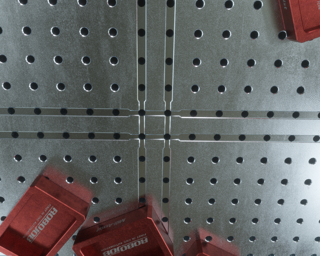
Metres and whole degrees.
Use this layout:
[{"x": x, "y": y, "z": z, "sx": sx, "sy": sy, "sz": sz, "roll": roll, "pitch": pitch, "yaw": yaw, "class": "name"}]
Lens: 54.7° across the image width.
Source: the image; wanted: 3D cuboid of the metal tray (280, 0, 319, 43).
[{"x": 0.182, "y": -0.173, "z": 0.349, "sx": 0.090, "sy": 0.030, "sz": 0.129, "roll": -19, "pitch": 109, "yaw": 6, "class": "metal tray"}]

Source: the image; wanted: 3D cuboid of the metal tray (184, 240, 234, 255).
[{"x": 0.066, "y": 0.253, "z": 0.505, "sx": 0.090, "sy": 0.030, "sz": 0.129, "roll": 29, "pitch": 107, "yaw": -11, "class": "metal tray"}]

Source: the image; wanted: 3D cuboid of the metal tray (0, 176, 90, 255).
[{"x": -0.179, "y": 0.144, "z": 0.461, "sx": 0.090, "sy": 0.030, "sz": 0.130, "roll": 37, "pitch": 106, "yaw": -13, "class": "metal tray"}]

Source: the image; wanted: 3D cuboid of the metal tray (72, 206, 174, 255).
[{"x": -0.055, "y": 0.183, "z": 0.477, "sx": 0.130, "sy": 0.030, "sz": 0.090, "roll": -23, "pitch": 109, "yaw": 7, "class": "metal tray"}]
